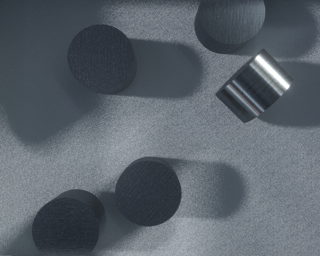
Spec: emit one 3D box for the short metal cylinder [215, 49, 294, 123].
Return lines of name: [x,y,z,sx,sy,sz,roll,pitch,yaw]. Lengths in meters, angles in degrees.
short metal cylinder: [0.116,-0.052,0.385,0.050,0.080,0.080,45,90,-1]

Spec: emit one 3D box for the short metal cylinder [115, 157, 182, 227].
short metal cylinder: [-0.014,0.079,0.399,0.081,0.050,0.079,0,90,-1]

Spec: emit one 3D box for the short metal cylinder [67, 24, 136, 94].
short metal cylinder: [-0.071,-0.085,0.398,0.081,0.050,0.079,0,90,-1]

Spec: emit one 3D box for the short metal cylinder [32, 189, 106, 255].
short metal cylinder: [-0.114,0.124,0.398,0.081,0.050,0.079,0,90,-1]

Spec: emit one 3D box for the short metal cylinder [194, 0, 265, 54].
short metal cylinder: [0.087,-0.141,0.400,0.081,0.050,0.079,0,90,-1]
